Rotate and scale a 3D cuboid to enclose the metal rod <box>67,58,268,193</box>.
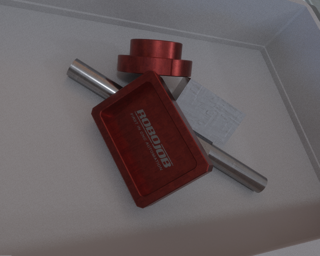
[{"bbox_3d":[0.015,0.001,0.413,0.301,0.025,0.025,32,51,-8],"label":"metal rod"}]

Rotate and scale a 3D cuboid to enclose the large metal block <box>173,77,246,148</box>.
[{"bbox_3d":[0.055,-0.024,0.409,0.080,0.050,0.080,32,9,-8],"label":"large metal block"}]

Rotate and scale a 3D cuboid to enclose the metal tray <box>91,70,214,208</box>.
[{"bbox_3d":[-0.011,0.012,0.352,0.130,0.090,0.030,61,13,15],"label":"metal tray"}]

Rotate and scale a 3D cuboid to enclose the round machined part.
[{"bbox_3d":[-0.006,-0.093,0.410,0.099,0.098,0.042,-2,103,-30],"label":"round machined part"}]

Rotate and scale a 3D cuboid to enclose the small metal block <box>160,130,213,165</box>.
[{"bbox_3d":[0.030,0.024,0.390,0.050,0.050,0.025,33,51,-7],"label":"small metal block"}]
